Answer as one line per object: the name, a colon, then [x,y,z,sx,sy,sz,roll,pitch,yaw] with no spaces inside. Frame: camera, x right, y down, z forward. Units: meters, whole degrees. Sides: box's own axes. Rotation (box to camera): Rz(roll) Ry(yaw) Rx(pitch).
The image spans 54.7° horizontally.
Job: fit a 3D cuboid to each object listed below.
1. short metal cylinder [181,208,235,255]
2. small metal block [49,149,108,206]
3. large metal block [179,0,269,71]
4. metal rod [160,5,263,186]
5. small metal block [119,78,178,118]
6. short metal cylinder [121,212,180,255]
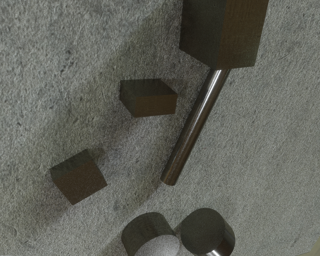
short metal cylinder: [0.083,0.186,0.534,0.080,0.080,0.050,-40,130,-2]
small metal block: [-0.102,0.062,0.391,0.050,0.025,0.050,-30,129,-10]
large metal block: [0.065,-0.116,0.337,0.050,0.080,0.079,-11,123,-23]
metal rod: [0.068,-0.050,0.414,0.025,0.025,0.298,10,113,-33]
small metal block: [-0.015,-0.036,0.362,0.050,0.050,0.025,-7,122,-25]
short metal cylinder: [-0.016,0.183,0.497,0.081,0.050,0.079,-14,125,-21]
